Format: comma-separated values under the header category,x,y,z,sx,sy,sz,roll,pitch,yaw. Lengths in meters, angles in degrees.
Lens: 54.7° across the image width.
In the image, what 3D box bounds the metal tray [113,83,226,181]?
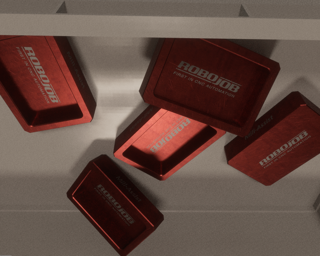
category,x,y,z,sx,sy,sz,roll,pitch,yaw
metal tray,0.011,0.011,0.415,0.090,0.030,0.129,32,123,-25

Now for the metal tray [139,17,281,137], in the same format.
category,x,y,z,sx,sy,sz,roll,pitch,yaw
metal tray,0.054,-0.052,0.339,0.131,0.030,0.089,19,103,-16

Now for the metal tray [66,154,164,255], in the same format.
category,x,y,z,sx,sy,sz,roll,pitch,yaw
metal tray,-0.069,0.114,0.455,0.130,0.030,0.090,45,121,8

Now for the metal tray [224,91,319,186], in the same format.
category,x,y,z,sx,sy,sz,roll,pitch,yaw
metal tray,0.166,0.020,0.426,0.090,0.030,0.129,30,124,-24

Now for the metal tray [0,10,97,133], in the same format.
category,x,y,z,sx,sy,sz,roll,pitch,yaw
metal tray,-0.138,-0.057,0.354,0.090,0.030,0.129,-10,130,8
